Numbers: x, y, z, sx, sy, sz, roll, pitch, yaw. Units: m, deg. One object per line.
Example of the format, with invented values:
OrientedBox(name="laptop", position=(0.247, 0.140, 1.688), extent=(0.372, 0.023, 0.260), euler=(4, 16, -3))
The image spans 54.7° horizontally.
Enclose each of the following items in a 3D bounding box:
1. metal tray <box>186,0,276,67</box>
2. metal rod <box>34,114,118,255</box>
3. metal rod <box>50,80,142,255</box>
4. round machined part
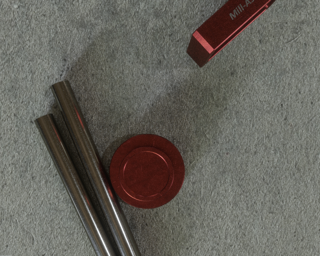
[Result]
OrientedBox(name="metal tray", position=(0.093, -0.135, 0.378), extent=(0.130, 0.090, 0.030), euler=(-42, 90, 0))
OrientedBox(name="metal rod", position=(-0.091, 0.122, 0.409), extent=(0.025, 0.025, 0.299), euler=(-25, 90, 0))
OrientedBox(name="metal rod", position=(-0.075, 0.080, 0.409), extent=(0.025, 0.025, 0.299), euler=(-23, 90, 0))
OrientedBox(name="round machined part", position=(-0.017, 0.056, 0.401), extent=(0.099, 0.042, 0.097), euler=(0, 90, 0))
